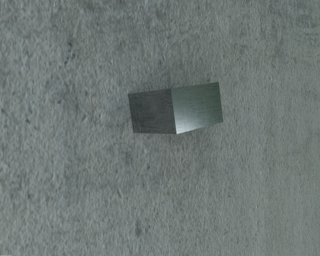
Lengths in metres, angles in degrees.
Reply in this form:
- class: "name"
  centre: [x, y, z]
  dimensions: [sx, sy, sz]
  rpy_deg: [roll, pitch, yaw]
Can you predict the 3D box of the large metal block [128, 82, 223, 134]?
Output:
- class: "large metal block"
  centre: [0.019, -0.025, 0.387]
  dimensions: [0.081, 0.080, 0.050]
  rpy_deg: [-13, 99, -40]
